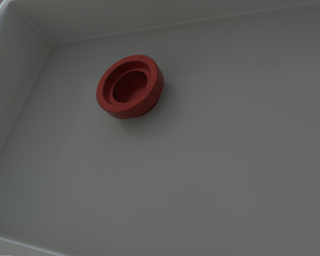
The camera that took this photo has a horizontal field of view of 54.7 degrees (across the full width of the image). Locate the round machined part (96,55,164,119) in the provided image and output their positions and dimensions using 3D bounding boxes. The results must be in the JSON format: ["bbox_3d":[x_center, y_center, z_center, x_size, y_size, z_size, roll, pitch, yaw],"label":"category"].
[{"bbox_3d":[-0.039,-0.054,0.447,0.098,0.042,0.098,-13,56,20],"label":"round machined part"}]
